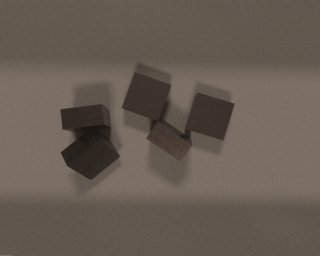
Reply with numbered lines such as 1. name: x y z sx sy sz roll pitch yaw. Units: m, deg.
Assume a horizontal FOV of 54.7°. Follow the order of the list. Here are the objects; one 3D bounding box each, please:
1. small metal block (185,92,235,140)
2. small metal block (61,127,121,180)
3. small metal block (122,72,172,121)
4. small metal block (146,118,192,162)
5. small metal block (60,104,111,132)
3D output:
1. small metal block: 0.065 -0.015 0.412 0.050 0.025 0.050 17 90 -1
2. small metal block: -0.087 0.034 0.395 0.050 0.050 0.025 -39 52 0
3. small metal block: -0.017 -0.041 0.411 0.050 0.025 0.050 20 90 0
4. small metal block: 0.013 0.013 0.398 0.050 0.050 0.025 34 98 -1
5. small metal block: -0.093 -0.012 0.397 0.050 0.050 0.025 -7 86 -1
